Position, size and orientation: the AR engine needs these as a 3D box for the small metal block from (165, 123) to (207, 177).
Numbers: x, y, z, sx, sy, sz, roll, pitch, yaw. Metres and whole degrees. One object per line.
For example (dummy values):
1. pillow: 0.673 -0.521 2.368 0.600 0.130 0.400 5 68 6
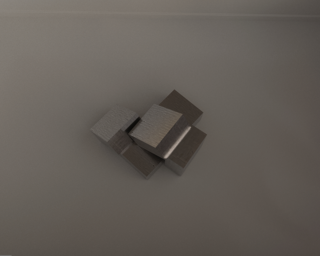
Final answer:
1. small metal block: 0.031 0.028 0.384 0.025 0.050 0.050 34 73 11

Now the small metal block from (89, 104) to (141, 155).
1. small metal block: -0.054 0.000 0.394 0.050 0.025 0.050 -46 38 -15

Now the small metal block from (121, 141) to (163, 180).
1. small metal block: -0.018 0.030 0.397 0.050 0.025 0.050 40 75 13

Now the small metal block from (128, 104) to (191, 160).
1. small metal block: -0.001 0.003 0.367 0.050 0.025 0.050 24 68 44

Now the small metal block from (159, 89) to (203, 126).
1. small metal block: 0.021 -0.014 0.413 0.050 0.025 0.050 40 75 13
